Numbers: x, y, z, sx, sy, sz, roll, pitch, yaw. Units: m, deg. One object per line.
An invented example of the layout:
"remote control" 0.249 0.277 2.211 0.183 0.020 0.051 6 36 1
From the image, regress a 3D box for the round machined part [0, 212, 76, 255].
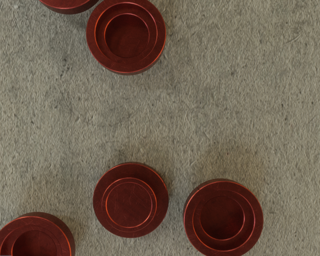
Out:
"round machined part" -0.158 0.157 0.400 0.099 0.042 0.097 0 90 0

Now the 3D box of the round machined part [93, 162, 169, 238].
"round machined part" -0.038 0.094 0.401 0.099 0.042 0.097 0 90 0

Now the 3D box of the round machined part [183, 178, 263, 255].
"round machined part" 0.078 0.114 0.402 0.099 0.042 0.097 0 90 0

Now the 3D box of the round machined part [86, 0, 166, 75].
"round machined part" -0.042 -0.116 0.401 0.099 0.042 0.097 0 90 0

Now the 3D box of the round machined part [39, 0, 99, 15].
"round machined part" -0.117 -0.195 0.400 0.099 0.042 0.097 0 90 0
